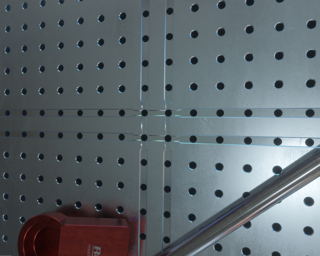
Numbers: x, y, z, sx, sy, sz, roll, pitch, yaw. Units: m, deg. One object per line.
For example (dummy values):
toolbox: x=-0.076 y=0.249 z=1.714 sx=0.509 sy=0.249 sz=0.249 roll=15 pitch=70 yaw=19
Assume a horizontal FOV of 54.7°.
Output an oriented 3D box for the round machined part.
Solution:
round machined part: x=-0.155 y=0.171 z=0.457 sx=0.098 sy=0.042 sz=0.097 roll=0 pitch=90 yaw=19

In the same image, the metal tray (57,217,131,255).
metal tray: x=-0.092 y=0.190 z=0.418 sx=0.091 sy=0.030 sz=0.129 roll=6 pitch=92 yaw=-12

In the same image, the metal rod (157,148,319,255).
metal rod: x=0.090 y=0.111 z=0.380 sx=0.300 sy=0.025 sz=0.025 roll=-39 pitch=78 yaw=15
